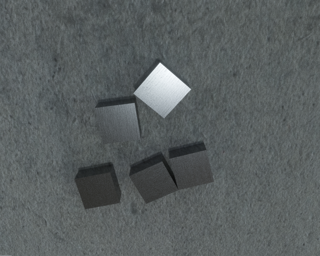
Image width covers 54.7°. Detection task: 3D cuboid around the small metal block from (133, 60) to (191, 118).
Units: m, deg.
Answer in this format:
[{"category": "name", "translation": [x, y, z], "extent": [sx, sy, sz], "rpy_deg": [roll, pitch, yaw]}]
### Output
[{"category": "small metal block", "translation": [0.003, -0.049, 0.392], "extent": [0.050, 0.025, 0.050], "rpy_deg": [39, 105, -14]}]

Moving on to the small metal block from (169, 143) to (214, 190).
[{"category": "small metal block", "translation": [0.043, 0.053, 0.430], "extent": [0.050, 0.025, 0.050], "rpy_deg": [-14, 110, 4]}]

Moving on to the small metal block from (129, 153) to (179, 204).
[{"category": "small metal block", "translation": [-0.008, 0.071, 0.436], "extent": [0.050, 0.025, 0.050], "rpy_deg": [-26, 109, 8]}]

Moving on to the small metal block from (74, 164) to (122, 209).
[{"category": "small metal block", "translation": [-0.087, 0.083, 0.439], "extent": [0.050, 0.025, 0.050], "rpy_deg": [-11, 110, 3]}]

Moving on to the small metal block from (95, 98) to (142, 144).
[{"category": "small metal block", "translation": [-0.053, -0.009, 0.406], "extent": [0.050, 0.025, 0.050], "rpy_deg": [-7, 110, 2]}]
